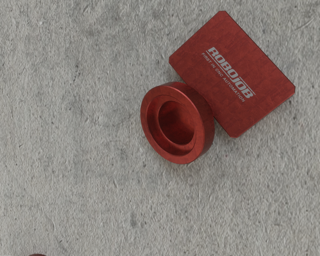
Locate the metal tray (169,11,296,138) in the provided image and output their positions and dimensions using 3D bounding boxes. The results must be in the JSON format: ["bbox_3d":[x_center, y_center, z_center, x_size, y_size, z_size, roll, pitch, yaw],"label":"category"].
[{"bbox_3d":[0.084,-0.064,0.376,0.090,0.030,0.130,-41,78,15],"label":"metal tray"}]

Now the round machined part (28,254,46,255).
[{"bbox_3d":[-0.195,0.247,0.467,0.098,0.042,0.097,0,90,19],"label":"round machined part"}]

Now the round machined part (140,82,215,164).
[{"bbox_3d":[0.025,-0.009,0.375,0.098,0.042,0.097,22,124,37],"label":"round machined part"}]
